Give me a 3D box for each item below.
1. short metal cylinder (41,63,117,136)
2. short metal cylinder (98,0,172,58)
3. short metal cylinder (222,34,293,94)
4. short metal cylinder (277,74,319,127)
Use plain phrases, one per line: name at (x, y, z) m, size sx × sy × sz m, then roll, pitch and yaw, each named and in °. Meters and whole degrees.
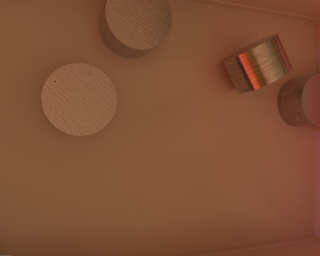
short metal cylinder at (-0.095, -0.031, 0.362) m, size 0.081 × 0.050 × 0.080 m, roll 0°, pitch 90°, yaw -20°
short metal cylinder at (-0.032, -0.132, 0.385) m, size 0.081 × 0.050 × 0.080 m, roll 0°, pitch 90°, yaw -20°
short metal cylinder at (0.134, -0.089, 0.430) m, size 0.080 × 0.080 × 0.050 m, roll -31°, pitch 101°, yaw -17°
short metal cylinder at (0.233, -0.041, 0.483) m, size 0.081 × 0.050 × 0.080 m, roll 0°, pitch 90°, yaw -20°
